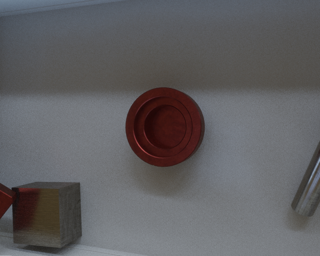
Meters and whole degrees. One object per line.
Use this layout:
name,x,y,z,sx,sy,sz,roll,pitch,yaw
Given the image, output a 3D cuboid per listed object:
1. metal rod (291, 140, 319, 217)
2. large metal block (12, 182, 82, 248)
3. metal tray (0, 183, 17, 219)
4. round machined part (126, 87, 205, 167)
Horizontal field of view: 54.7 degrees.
metal rod,0.186,-0.038,0.289,0.025,0.025,0.298,20,118,18
large metal block,-0.165,0.123,0.454,0.080,0.050,0.079,-3,89,19
metal tray,-0.272,0.092,0.404,0.130,0.030,0.090,37,81,-13
round machined part,0.009,-0.001,0.398,0.098,0.042,0.097,0,90,19
